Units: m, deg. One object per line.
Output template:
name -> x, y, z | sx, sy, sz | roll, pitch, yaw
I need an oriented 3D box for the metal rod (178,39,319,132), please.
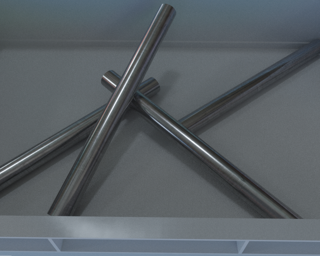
metal rod -> 0.147, -0.068, 0.462 | 0.302, 0.025, 0.025 | -30, 56, -23

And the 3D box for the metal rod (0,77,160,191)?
metal rod -> -0.119, 0.014, 0.392 | 0.302, 0.025, 0.025 | -35, 58, -26

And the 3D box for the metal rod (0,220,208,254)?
metal rod -> -0.105, 0.110, 0.311 | 0.302, 0.025, 0.025 | -2, 50, -2

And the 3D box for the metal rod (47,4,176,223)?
metal rod -> -0.048, -0.033, 0.376 | 0.025, 0.025, 0.300 | 19, 70, 15

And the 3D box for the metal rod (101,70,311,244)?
metal rod -> 0.037, 0.020, 0.370 | 0.300, 0.025, 0.025 | 39, 60, 21
